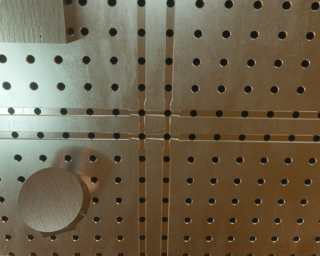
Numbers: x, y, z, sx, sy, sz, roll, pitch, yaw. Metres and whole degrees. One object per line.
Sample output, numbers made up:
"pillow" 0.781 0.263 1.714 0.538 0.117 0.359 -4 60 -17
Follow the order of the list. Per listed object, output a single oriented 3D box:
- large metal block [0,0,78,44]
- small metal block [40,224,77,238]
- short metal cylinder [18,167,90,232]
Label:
"large metal block" -0.142 -0.139 0.347 0.081 0.050 0.079 1 110 -1
"small metal block" -0.156 0.129 0.459 0.050 0.025 0.050 -16 110 5
"short metal cylinder" -0.138 0.096 0.413 0.081 0.050 0.080 1 74 -2
